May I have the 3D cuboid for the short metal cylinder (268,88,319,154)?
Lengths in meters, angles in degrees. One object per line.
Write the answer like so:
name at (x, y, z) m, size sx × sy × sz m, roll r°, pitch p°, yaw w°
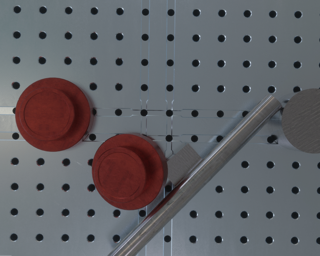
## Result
short metal cylinder at (0.188, -0.009, 0.403) m, size 0.081 × 0.050 × 0.079 m, roll 0°, pitch 90°, yaw 0°

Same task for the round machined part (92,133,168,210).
round machined part at (-0.043, 0.056, 0.392) m, size 0.098 × 0.042 × 0.097 m, roll 1°, pitch 92°, yaw 16°

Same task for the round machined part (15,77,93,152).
round machined part at (-0.140, -0.017, 0.404) m, size 0.099 × 0.042 × 0.097 m, roll 0°, pitch 90°, yaw 0°

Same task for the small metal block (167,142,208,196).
small metal block at (0.035, 0.055, 0.414) m, size 0.050 × 0.025 × 0.050 m, roll -42°, pitch 90°, yaw 0°

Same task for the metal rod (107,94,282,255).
metal rod at (0.038, 0.073, 0.388) m, size 0.025 × 0.025 × 0.300 m, roll 45°, pitch 90°, yaw 0°
